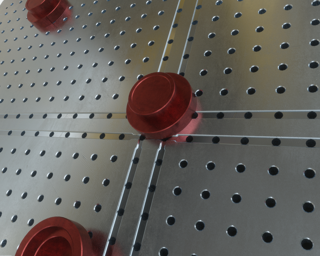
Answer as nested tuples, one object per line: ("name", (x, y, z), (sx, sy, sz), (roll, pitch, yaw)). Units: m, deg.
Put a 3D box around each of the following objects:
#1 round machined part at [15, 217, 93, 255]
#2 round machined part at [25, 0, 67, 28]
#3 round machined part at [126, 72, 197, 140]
("round machined part", (-0.119, 0.158, 0.361), (0.098, 0.042, 0.098), (-13, 56, 20))
("round machined part", (-0.264, -0.279, 0.704), (0.098, 0.042, 0.098), (-13, 56, 20))
("round machined part", (-0.004, -0.037, 0.421), (0.098, 0.042, 0.098), (-13, 56, 20))
